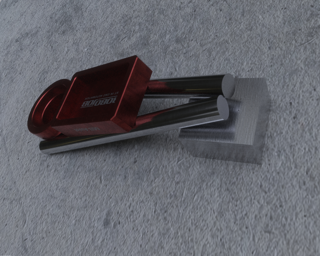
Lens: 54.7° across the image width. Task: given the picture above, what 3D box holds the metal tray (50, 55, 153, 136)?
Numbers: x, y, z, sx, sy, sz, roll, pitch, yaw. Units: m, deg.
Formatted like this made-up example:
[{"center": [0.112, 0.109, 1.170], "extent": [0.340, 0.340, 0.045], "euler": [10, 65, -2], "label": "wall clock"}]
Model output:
[{"center": [-0.078, -0.038, 0.398], "extent": [0.130, 0.030, 0.090], "euler": [-4, 59, 40], "label": "metal tray"}]

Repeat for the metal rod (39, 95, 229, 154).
[{"center": [-0.057, 0.004, 0.390], "extent": [0.300, 0.025, 0.025], "euler": [-12, 56, 36], "label": "metal rod"}]

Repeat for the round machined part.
[{"center": [-0.156, -0.025, 0.482], "extent": [0.098, 0.042, 0.098], "euler": [-21, 50, 27], "label": "round machined part"}]

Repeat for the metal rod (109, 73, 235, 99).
[{"center": [-0.039, -0.051, 0.414], "extent": [0.300, 0.025, 0.025], "euler": [5, 64, 44], "label": "metal rod"}]

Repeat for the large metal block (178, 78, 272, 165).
[{"center": [0.076, -0.009, 0.352], "extent": [0.080, 0.050, 0.080], "euler": [4, 64, 29], "label": "large metal block"}]
